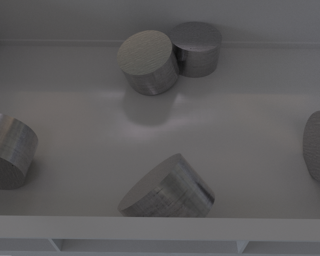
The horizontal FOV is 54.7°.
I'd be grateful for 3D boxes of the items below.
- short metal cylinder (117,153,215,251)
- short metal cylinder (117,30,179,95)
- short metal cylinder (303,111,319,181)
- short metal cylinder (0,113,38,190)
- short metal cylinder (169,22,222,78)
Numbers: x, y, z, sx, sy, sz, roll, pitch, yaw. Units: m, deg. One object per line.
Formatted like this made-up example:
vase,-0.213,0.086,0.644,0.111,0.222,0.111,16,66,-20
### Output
short metal cylinder,0.006,0.070,0.301,0.050,0.080,0.080,50,60,-4
short metal cylinder,-0.016,-0.095,0.454,0.080,0.050,0.080,-7,61,13
short metal cylinder,0.206,0.020,0.354,0.050,0.080,0.080,0,50,0
short metal cylinder,-0.185,0.027,0.345,0.080,0.080,0.050,2,50,2
short metal cylinder,0.055,-0.125,0.495,0.081,0.050,0.080,0,50,0
